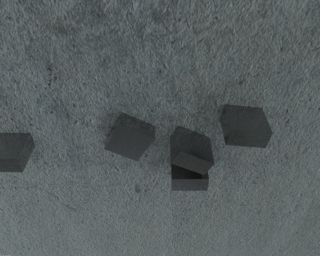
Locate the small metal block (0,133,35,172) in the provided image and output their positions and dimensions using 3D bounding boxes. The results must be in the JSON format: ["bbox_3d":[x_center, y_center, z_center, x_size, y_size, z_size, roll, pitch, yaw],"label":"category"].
[{"bbox_3d":[-0.204,0.032,0.416,0.050,0.050,0.025,1,130,-1],"label":"small metal block"}]

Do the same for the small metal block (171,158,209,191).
[{"bbox_3d":[0.041,0.062,0.444,0.050,0.050,0.025,0,130,0],"label":"small metal block"}]

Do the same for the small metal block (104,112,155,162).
[{"bbox_3d":[-0.041,0.013,0.418,0.050,0.025,0.050,23,126,-19],"label":"small metal block"}]

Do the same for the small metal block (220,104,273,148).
[{"bbox_3d":[0.106,-0.003,0.389,0.050,0.050,0.025,5,130,-5],"label":"small metal block"}]

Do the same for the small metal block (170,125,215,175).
[{"bbox_3d":[0.042,0.030,0.416,0.050,0.050,0.025,22,127,-18],"label":"small metal block"}]
